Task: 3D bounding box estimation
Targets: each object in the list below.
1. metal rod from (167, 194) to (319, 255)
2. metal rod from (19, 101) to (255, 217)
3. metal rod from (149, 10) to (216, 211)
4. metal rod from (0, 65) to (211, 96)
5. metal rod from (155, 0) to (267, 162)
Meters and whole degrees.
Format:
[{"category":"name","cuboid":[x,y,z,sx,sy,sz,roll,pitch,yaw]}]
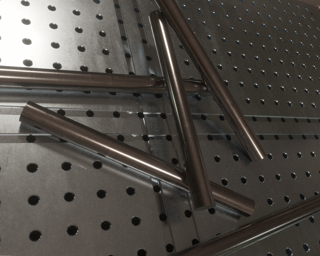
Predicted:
[{"category":"metal rod","cuboid":[0.136,0.130,0.404,0.303,0.025,0.025,-8,66,-32]},{"category":"metal rod","cuboid":[-0.015,0.044,0.374,0.302,0.025,0.025,25,53,-13]},{"category":"metal rod","cuboid":[0.023,-0.041,0.413,0.025,0.025,0.299,3,60,-27]},{"category":"metal rod","cuboid":[-0.052,-0.060,0.418,0.303,0.025,0.025,-1,63,-29]},{"category":"metal rod","cuboid":[0.072,-0.083,0.463,0.025,0.025,0.299,-32,91,-38]}]
